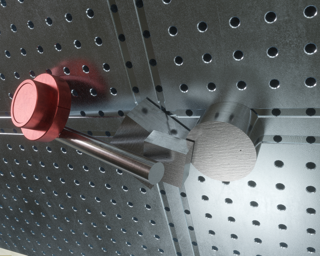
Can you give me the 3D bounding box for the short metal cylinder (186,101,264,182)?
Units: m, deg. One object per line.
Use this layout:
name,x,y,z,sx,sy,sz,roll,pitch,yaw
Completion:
short metal cylinder,0.076,0.015,0.363,0.080,0.050,0.079,13,124,20

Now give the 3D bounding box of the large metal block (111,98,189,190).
large metal block,-0.016,0.022,0.413,0.080,0.050,0.080,37,129,2

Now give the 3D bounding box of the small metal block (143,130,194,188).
small metal block,0.009,0.036,0.360,0.050,0.025,0.050,17,125,18

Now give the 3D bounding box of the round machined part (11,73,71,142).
round machined part,-0.172,-0.031,0.435,0.098,0.042,0.098,-9,74,37

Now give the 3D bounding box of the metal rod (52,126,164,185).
metal rod,-0.115,0.015,0.423,0.300,0.025,0.025,16,127,39
